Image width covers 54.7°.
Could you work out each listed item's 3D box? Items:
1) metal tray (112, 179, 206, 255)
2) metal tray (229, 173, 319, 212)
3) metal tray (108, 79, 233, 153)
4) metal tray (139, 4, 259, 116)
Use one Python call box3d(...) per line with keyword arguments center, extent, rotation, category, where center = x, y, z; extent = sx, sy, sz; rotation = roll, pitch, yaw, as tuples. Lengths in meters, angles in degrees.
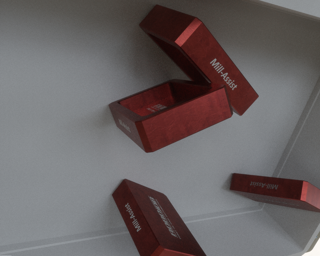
box3d(center=(-0.004, 0.130, 0.419), extent=(0.090, 0.130, 0.030), rotation=(30, 101, -38), category="metal tray")
box3d(center=(0.195, 0.107, 0.516), extent=(0.090, 0.130, 0.030), rotation=(28, 71, -38), category="metal tray")
box3d(center=(0.004, -0.020, 0.328), extent=(0.091, 0.130, 0.030), rotation=(-23, 108, -14), category="metal tray")
box3d(center=(0.044, -0.073, 0.344), extent=(0.030, 0.090, 0.130), rotation=(-49, 129, 4), category="metal tray")
